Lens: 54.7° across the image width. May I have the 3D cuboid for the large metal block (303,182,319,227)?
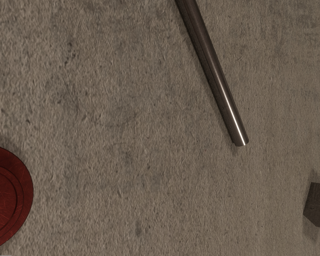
[{"bbox_3d":[0.379,0.181,0.712,0.080,0.050,0.080,39,66,-34],"label":"large metal block"}]

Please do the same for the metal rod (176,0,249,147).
[{"bbox_3d":[0.076,-0.101,0.470,0.025,0.025,0.299,-41,115,-33],"label":"metal rod"}]

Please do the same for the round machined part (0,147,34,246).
[{"bbox_3d":[-0.157,0.061,0.263,0.099,0.042,0.097,0,90,-40],"label":"round machined part"}]
